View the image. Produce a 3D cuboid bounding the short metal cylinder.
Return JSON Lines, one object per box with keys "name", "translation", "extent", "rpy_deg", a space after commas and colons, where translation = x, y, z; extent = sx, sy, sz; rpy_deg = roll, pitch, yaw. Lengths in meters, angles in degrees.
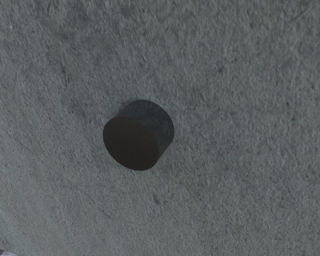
{"name": "short metal cylinder", "translation": [-0.027, 0.009, 0.409], "extent": [0.080, 0.050, 0.079], "rpy_deg": [13, 124, 20]}
